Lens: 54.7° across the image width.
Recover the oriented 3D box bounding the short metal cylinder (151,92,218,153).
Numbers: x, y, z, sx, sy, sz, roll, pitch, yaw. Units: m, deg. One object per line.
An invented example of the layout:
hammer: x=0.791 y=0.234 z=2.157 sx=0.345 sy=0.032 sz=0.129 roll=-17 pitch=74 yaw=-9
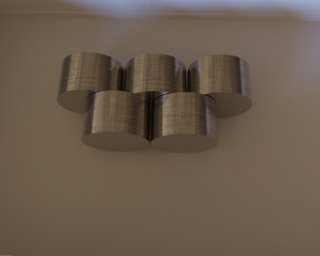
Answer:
short metal cylinder: x=0.029 y=-0.004 z=0.380 sx=0.080 sy=0.080 sz=0.050 roll=1 pitch=70 yaw=0

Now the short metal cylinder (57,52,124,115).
short metal cylinder: x=-0.087 y=-0.054 z=0.398 sx=0.080 sy=0.080 sz=0.050 roll=1 pitch=70 yaw=0

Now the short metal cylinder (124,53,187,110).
short metal cylinder: x=-0.006 y=-0.052 z=0.397 sx=0.080 sy=0.080 sz=0.050 roll=1 pitch=70 yaw=0

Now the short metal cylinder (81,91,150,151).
short metal cylinder: x=-0.053 y=-0.006 z=0.380 sx=0.080 sy=0.080 sz=0.050 roll=1 pitch=70 yaw=0

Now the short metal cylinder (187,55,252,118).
short metal cylinder: x=0.075 y=-0.051 z=0.397 sx=0.080 sy=0.080 sz=0.050 roll=2 pitch=70 yaw=0
